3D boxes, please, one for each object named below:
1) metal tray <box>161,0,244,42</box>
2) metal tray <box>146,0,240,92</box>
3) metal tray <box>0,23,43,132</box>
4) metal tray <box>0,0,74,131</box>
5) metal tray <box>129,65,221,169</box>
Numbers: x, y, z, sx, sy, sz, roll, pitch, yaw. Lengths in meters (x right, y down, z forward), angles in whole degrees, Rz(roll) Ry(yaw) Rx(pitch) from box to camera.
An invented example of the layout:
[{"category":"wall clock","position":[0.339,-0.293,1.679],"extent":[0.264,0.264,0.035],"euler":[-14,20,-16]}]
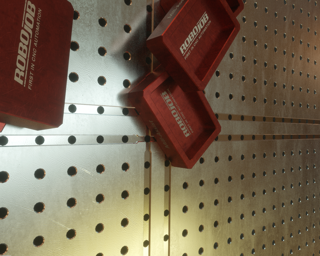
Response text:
[{"category":"metal tray","position":[0.068,-0.183,0.460],"extent":[0.130,0.030,0.090],"euler":[-50,120,-28]},{"category":"metal tray","position":[0.049,-0.122,0.405],"extent":[0.090,0.030,0.130],"euler":[47,62,-30]},{"category":"metal tray","position":[-0.178,-0.061,0.255],"extent":[0.130,0.030,0.090],"euler":[33,70,-35]},{"category":"metal tray","position":[-0.124,-0.070,0.270],"extent":[0.090,0.030,0.130],"euler":[22,65,-56]},{"category":"metal tray","position":[0.026,-0.020,0.426],"extent":[0.090,0.030,0.130],"euler":[-47,118,-30]}]
